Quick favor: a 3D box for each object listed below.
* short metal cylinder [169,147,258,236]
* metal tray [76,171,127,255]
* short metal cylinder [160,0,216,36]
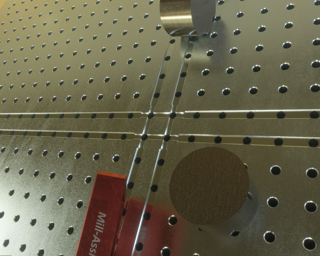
[{"bbox_3d":[0.057,0.066,0.322,0.080,0.050,0.080,-13,56,21],"label":"short metal cylinder"},{"bbox_3d":[-0.063,0.121,0.323,0.030,0.090,0.130,11,63,-2],"label":"metal tray"},{"bbox_3d":[0.043,-0.177,0.459,0.050,0.080,0.080,10,67,32],"label":"short metal cylinder"}]
